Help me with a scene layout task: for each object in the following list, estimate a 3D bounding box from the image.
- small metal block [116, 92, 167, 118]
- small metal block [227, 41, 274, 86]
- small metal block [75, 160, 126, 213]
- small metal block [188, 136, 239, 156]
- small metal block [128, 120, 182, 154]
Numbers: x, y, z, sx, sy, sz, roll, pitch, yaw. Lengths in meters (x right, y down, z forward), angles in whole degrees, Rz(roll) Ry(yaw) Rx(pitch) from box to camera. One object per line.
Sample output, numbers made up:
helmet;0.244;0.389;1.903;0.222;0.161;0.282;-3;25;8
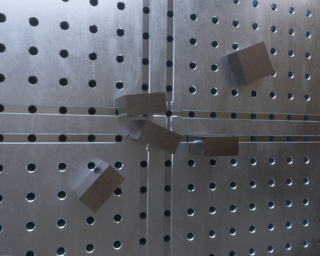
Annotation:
small metal block;-0.024;-0.029;0.390;0.050;0.050;0.025;-7;93;-20
small metal block;0.135;-0.095;0.462;0.050;0.025;0.050;-24;98;-18
small metal block;-0.073;0.068;0.372;0.025;0.050;0.050;45;76;-15
small metal block;0.072;0.024;0.426;0.050;0.050;0.025;1;90;-20
small metal block;-0.008;0.011;0.396;0.050;0.050;0.025;24;82;-19
